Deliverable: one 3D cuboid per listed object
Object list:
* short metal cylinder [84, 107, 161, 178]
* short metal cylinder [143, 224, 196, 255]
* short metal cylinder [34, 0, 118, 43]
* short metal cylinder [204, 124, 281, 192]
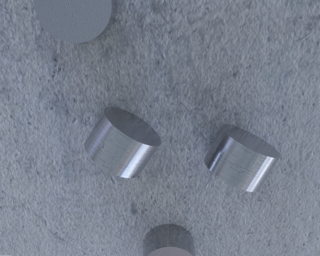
[{"bbox_3d":[-0.046,0.017,0.386,0.080,0.080,0.050,30,107,-11],"label":"short metal cylinder"},{"bbox_3d":[0.014,0.194,0.468,0.081,0.050,0.079,0,110,-1],"label":"short metal cylinder"},{"bbox_3d":[-0.091,-0.138,0.344,0.081,0.050,0.079,0,110,-1],"label":"short metal cylinder"},{"bbox_3d":[0.103,0.037,0.396,0.080,0.080,0.050,22,109,-8],"label":"short metal cylinder"}]
